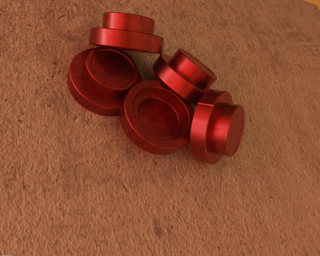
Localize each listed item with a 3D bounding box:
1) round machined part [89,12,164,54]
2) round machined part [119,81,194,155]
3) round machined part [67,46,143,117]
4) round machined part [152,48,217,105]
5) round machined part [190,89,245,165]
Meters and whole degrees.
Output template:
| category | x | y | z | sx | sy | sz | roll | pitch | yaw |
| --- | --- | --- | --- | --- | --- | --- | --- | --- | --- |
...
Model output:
| category | x | y | z | sx | sy | sz | roll | pitch | yaw |
| --- | --- | --- | --- | --- | --- | --- | --- | --- | --- |
| round machined part | -0.043 | -0.126 | 0.412 | 0.099 | 0.098 | 0.042 | 1 | 103 | -28 |
| round machined part | -0.006 | -0.009 | 0.398 | 0.099 | 0.042 | 0.098 | 14 | 56 | -21 |
| round machined part | -0.067 | -0.067 | 0.402 | 0.099 | 0.042 | 0.098 | 14 | 56 | -21 |
| round machined part | 0.041 | -0.075 | 0.436 | 0.098 | 0.042 | 0.098 | 33 | 21 | -14 |
| round machined part | 0.080 | 0.000 | 0.404 | 0.042 | 0.097 | 0.098 | 12 | 44 | 29 |
